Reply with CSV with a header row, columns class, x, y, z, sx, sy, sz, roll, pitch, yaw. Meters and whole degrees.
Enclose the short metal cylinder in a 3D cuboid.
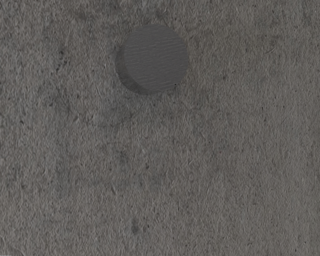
class,x,y,z,sx,sy,sz,roll,pitch,yaw
short metal cylinder,-0.012,-0.084,0.391,0.081,0.050,0.080,0,90,-20
